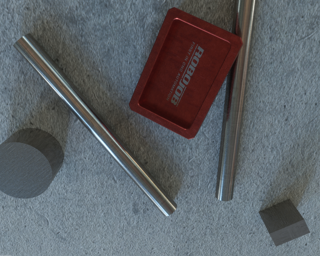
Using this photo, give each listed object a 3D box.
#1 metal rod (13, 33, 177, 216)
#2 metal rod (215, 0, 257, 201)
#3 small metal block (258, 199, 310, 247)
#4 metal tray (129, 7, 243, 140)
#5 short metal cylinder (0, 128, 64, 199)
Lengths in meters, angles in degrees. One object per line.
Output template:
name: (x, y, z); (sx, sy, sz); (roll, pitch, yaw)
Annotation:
metal rod: (-0.075, 0.007, 0.411); (0.025, 0.025, 0.300); (-35, 107, 12)
metal rod: (0.096, -0.041, 0.395); (0.025, 0.025, 0.298); (1, 110, -1)
small metal block: (0.178, 0.136, 0.448); (0.050, 0.050, 0.025); (-27, 108, 9)
metal tray: (0.029, -0.063, 0.370); (0.090, 0.030, 0.129); (28, 109, 8)
short metal cylinder: (-0.176, 0.046, 0.412); (0.081, 0.050, 0.079); (0, 110, 0)
